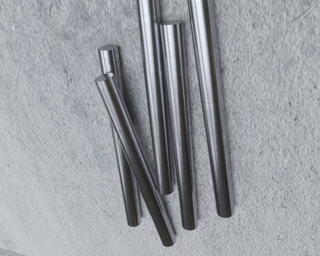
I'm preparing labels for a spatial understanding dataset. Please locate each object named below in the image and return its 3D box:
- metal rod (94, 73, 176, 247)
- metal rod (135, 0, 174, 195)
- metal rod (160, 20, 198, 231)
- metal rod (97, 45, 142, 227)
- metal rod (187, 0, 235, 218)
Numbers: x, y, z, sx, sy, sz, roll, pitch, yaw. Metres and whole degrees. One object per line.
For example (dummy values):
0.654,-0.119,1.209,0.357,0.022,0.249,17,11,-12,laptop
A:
-0.026,0.063,0.443,0.025,0.025,0.298,-1,123,29,metal rod
-0.004,-0.039,0.384,0.025,0.025,0.298,9,122,24,metal rod
0.029,0.017,0.402,0.025,0.025,0.298,7,122,24,metal rod
-0.054,0.030,0.454,0.025,0.025,0.298,10,123,23,metal rod
0.063,-0.015,0.364,0.025,0.025,0.298,2,120,27,metal rod
